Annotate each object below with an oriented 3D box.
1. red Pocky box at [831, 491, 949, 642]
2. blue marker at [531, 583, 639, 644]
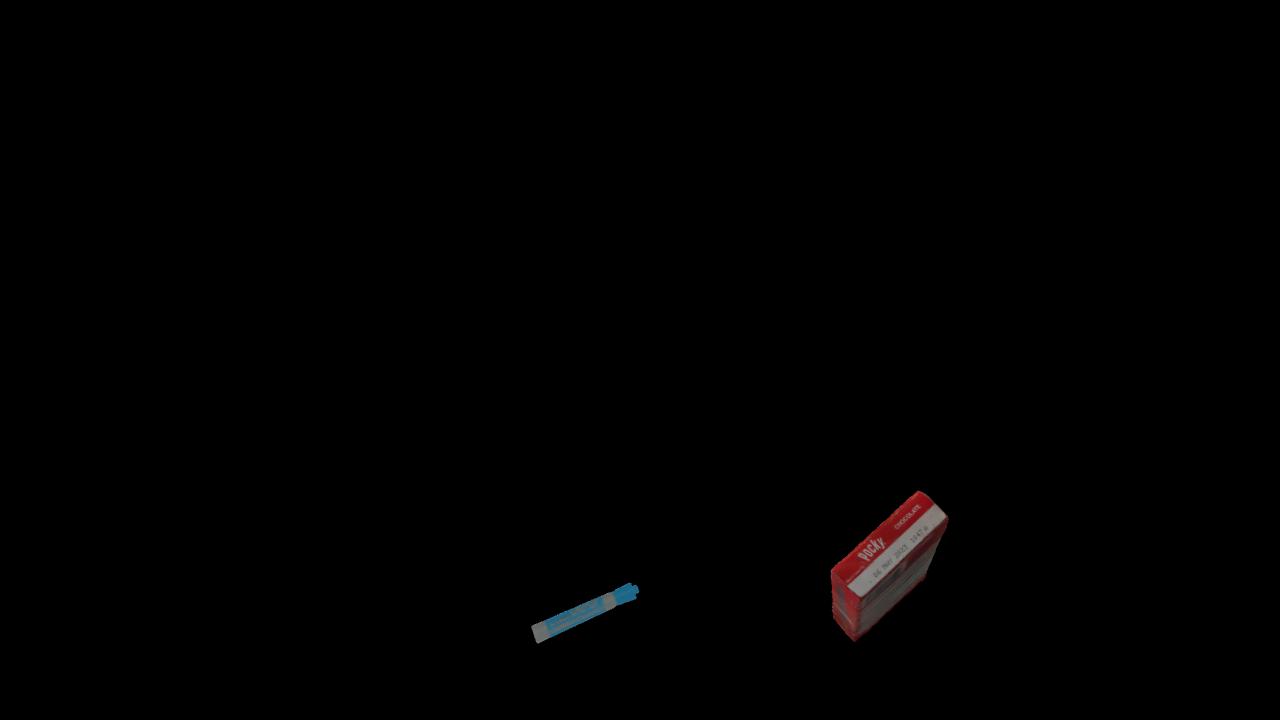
[{"bbox_3d":[0.178,0.157,0.450,0.028,0.083,0.155,45,-12,35],"label":"red Pocky box"},{"bbox_3d":[-0.057,0.272,0.668,0.121,0.020,0.020,-19,5,-16],"label":"blue marker"}]
